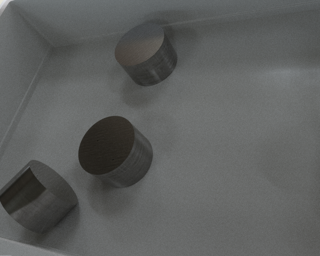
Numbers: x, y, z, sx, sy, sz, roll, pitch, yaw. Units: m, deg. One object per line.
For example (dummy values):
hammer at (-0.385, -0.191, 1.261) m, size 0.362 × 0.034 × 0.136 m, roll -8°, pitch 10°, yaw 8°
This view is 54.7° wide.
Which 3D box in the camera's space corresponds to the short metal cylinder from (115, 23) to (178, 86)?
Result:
short metal cylinder at (-0.020, -0.110, 0.466) m, size 0.080 × 0.050 × 0.080 m, roll -13°, pitch 56°, yaw 20°

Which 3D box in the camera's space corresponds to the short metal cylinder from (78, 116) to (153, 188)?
short metal cylinder at (-0.056, 0.031, 0.398) m, size 0.080 × 0.050 × 0.080 m, roll -13°, pitch 56°, yaw 20°

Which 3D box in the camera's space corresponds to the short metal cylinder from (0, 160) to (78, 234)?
short metal cylinder at (-0.153, 0.087, 0.396) m, size 0.050 × 0.080 × 0.080 m, roll -46°, pitch 51°, yaw -3°
